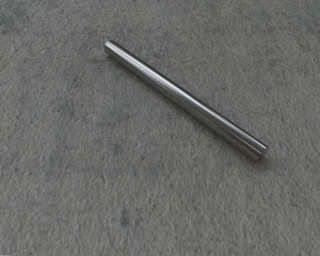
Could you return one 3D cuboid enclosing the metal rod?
[{"bbox_3d":[0.021,-0.051,0.446,0.025,0.025,0.300,-36,59,-27],"label":"metal rod"}]
